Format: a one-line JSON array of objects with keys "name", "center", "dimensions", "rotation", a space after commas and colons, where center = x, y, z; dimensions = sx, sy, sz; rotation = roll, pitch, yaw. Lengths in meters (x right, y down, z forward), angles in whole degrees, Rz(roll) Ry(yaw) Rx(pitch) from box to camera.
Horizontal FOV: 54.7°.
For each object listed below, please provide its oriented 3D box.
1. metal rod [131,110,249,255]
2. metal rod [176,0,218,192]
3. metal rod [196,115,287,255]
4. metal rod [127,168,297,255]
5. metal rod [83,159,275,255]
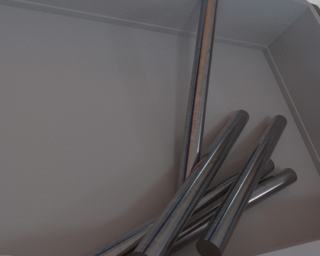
[{"name": "metal rod", "center": [0.057, 0.046, 0.368], "dimensions": [0.025, 0.025, 0.302], "rotation": [45, 39, 3]}, {"name": "metal rod", "center": [0.053, -0.057, 0.419], "dimensions": [0.025, 0.025, 0.299], "rotation": [16, 71, -19]}, {"name": "metal rod", "center": [0.121, 0.051, 0.398], "dimensions": [0.025, 0.025, 0.302], "rotation": [47, 40, 4]}, {"name": "metal rod", "center": [0.074, 0.106, 0.380], "dimensions": [0.302, 0.025, 0.025], "rotation": [-16, 70, -34]}, {"name": "metal rod", "center": [0.048, 0.087, 0.357], "dimensions": [0.302, 0.025, 0.025], "rotation": [-16, 70, -41]}]
